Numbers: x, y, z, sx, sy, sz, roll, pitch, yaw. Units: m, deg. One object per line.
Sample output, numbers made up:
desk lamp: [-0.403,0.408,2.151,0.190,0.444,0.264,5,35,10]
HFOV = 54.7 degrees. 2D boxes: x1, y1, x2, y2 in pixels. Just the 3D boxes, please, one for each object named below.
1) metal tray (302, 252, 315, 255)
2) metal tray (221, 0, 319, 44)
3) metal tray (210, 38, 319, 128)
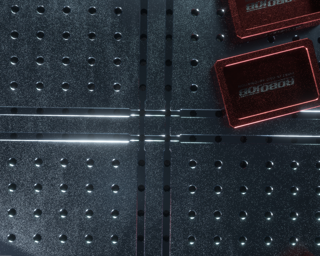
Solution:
metal tray: [0.212,0.247,0.413,0.090,0.030,0.130,-40,91,-1]
metal tray: [0.152,-0.173,0.412,0.131,0.030,0.089,-14,90,-1]
metal tray: [0.143,-0.058,0.412,0.131,0.030,0.089,-14,90,-1]
